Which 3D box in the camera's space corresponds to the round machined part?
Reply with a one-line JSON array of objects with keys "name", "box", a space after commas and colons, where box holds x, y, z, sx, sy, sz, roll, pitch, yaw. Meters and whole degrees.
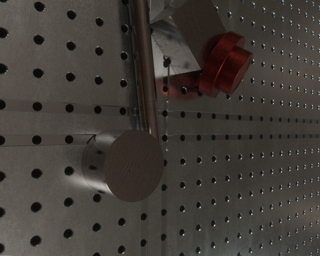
[{"name": "round machined part", "box": [0.100, -0.086, 0.450, 0.098, 0.042, 0.098, -52, 162, -24]}]

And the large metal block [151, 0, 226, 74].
[{"name": "large metal block", "box": [0.040, -0.133, 0.429, 0.080, 0.050, 0.080, -51, 120, -28]}]

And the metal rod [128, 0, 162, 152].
[{"name": "metal rod", "box": [-0.022, -0.097, 0.392, 0.025, 0.025, 0.298, -9, 96, -40]}]

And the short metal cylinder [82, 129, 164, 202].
[{"name": "short metal cylinder", "box": [-0.042, 0.041, 0.359, 0.081, 0.050, 0.079, 0, 90, -40]}]
